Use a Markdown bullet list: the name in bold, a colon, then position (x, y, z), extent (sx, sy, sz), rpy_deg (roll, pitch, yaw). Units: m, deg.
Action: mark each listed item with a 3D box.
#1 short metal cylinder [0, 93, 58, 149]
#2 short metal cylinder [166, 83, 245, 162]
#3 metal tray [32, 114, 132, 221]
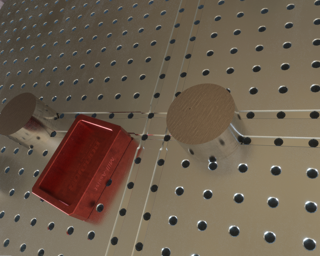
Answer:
- **short metal cylinder**: position (-0.220, -0.012, 0.515), extent (0.080, 0.050, 0.080), rpy_deg (-13, 56, 21)
- **short metal cylinder**: position (0.054, -0.006, 0.367), extent (0.080, 0.050, 0.080), rpy_deg (-13, 56, 21)
- **metal tray**: position (-0.108, 0.050, 0.431), extent (0.090, 0.030, 0.130), rpy_deg (16, 70, 34)
